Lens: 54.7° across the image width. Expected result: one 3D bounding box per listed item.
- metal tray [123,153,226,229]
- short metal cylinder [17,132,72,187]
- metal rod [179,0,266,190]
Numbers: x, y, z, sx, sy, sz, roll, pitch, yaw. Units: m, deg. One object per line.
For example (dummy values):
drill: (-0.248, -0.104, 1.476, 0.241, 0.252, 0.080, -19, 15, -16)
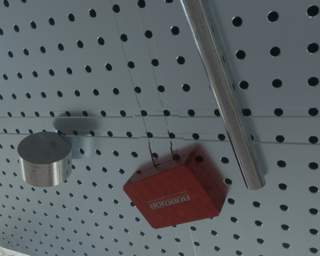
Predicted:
metal tray: (0.018, 0.098, 0.459, 0.130, 0.030, 0.090, -26, 105, 37)
short metal cylinder: (-0.185, 0.050, 0.504, 0.080, 0.080, 0.050, 22, 127, 15)
metal rod: (0.064, -0.058, 0.341, 0.025, 0.025, 0.299, -11, 113, 33)
